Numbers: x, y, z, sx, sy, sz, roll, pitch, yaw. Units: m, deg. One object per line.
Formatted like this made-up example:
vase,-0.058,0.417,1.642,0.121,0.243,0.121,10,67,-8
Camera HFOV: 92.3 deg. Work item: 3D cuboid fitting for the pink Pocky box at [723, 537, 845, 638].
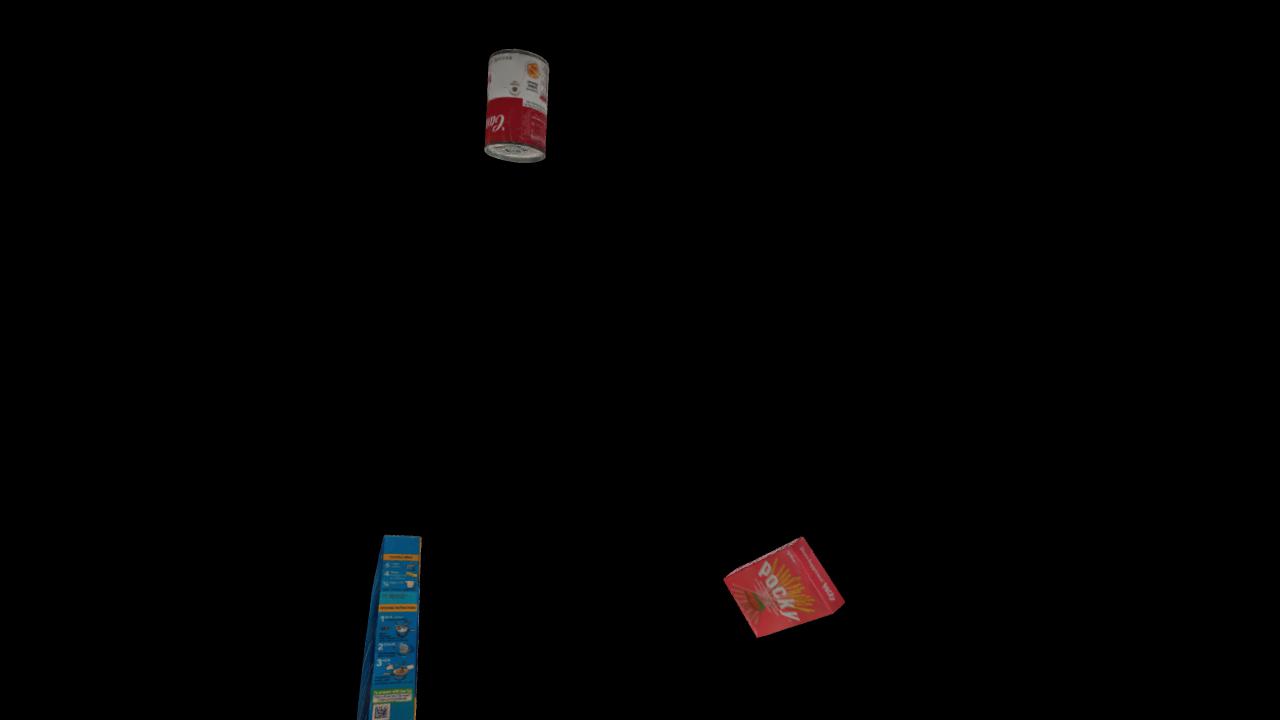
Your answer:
pink Pocky box,0.167,0.276,0.739,0.029,0.084,0.155,-19,-21,-36

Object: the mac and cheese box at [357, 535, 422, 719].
mac and cheese box,-0.218,0.254,0.537,0.041,0.093,0.184,9,29,-23

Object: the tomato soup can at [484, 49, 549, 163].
tomato soup can,-0.135,-0.277,0.676,0.068,0.101,0.068,4,2,0
